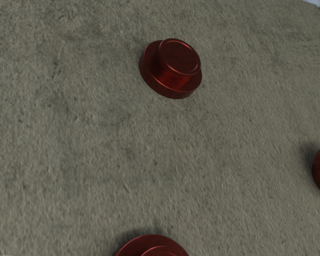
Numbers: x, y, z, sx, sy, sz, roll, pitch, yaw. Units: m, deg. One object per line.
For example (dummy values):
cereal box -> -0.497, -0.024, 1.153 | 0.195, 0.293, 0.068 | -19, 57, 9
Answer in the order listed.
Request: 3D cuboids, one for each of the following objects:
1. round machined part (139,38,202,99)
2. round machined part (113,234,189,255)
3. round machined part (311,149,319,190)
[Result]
round machined part -> 0.022, -0.095, 0.464 | 0.099, 0.042, 0.098 | 14, 56, -21
round machined part -> -0.003, 0.153, 0.299 | 0.099, 0.042, 0.098 | 14, 56, -21
round machined part -> 0.290, 0.077, 0.506 | 0.099, 0.042, 0.098 | 14, 56, -21
